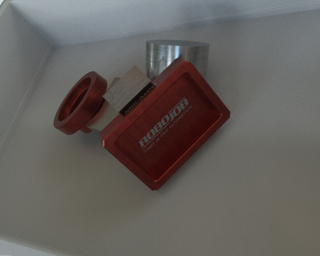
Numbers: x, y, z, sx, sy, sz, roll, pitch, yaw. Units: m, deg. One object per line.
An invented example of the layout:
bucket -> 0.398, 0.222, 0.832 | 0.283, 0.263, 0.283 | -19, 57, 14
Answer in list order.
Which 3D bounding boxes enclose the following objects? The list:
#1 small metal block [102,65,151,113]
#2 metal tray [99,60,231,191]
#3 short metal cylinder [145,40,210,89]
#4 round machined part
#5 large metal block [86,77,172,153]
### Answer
small metal block -> -0.037, -0.043, 0.366 | 0.050, 0.050, 0.025 | -45, 90, -3
metal tray -> 0.007, -0.003, 0.357 | 0.130, 0.090, 0.030 | -45, 24, -4
short metal cylinder -> 0.021, -0.085, 0.400 | 0.080, 0.081, 0.050 | 17, 115, 34
round machined part -> -0.108, -0.031, 0.451 | 0.098, 0.042, 0.098 | -35, 35, 29
large metal block -> -0.037, -0.016, 0.416 | 0.080, 0.050, 0.080 | 16, 70, 34
